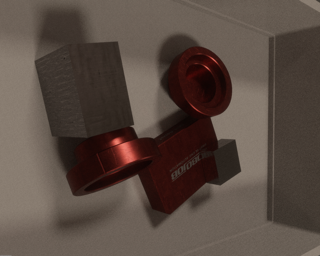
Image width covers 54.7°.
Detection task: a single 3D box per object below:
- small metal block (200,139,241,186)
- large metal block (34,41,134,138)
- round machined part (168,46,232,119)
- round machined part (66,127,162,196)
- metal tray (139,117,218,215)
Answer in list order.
[{"bbox_3d":[0.087,0.047,0.443,0.050,0.025,0.050,-22,105,-38],"label":"small metal block"},{"bbox_3d":[-0.077,-0.036,0.307,0.050,0.080,0.079,-17,100,-39],"label":"large metal block"},{"bbox_3d":[0.051,-0.059,0.431,0.099,0.042,0.098,10,73,-33],"label":"round machined part"},{"bbox_3d":[-0.051,0.032,0.326,0.099,0.098,0.042,-14,72,-39],"label":"round machined part"},{"bbox_3d":[0.031,0.045,0.432,0.131,0.030,0.090,-32,110,-36],"label":"metal tray"}]
